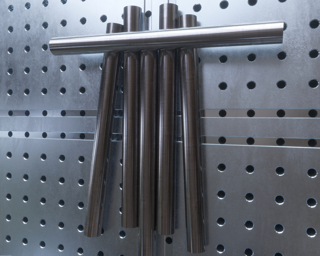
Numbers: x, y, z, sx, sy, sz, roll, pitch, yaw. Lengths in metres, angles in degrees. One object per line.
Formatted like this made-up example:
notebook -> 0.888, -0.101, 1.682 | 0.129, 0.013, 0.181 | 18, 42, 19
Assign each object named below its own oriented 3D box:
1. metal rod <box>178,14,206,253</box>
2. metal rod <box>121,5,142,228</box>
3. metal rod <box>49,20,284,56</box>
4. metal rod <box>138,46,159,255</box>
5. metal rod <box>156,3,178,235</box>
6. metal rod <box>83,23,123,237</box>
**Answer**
metal rod -> 0.041, 0.007, 0.399 | 0.025, 0.025, 0.298 | -3, 89, 20
metal rod -> -0.039, -0.015, 0.427 | 0.025, 0.025, 0.298 | 1, 90, 20
metal rod -> -0.007, -0.110, 0.389 | 0.301, 0.025, 0.025 | 2, 91, 20
metal rod -> -0.016, 0.041, 0.418 | 0.025, 0.025, 0.298 | 1, 91, 20
metal rod -> 0.010, -0.011, 0.411 | 0.025, 0.025, 0.298 | 1, 90, 20
metal rod -> -0.079, 0.004, 0.440 | 0.025, 0.025, 0.298 | 8, 93, 20
